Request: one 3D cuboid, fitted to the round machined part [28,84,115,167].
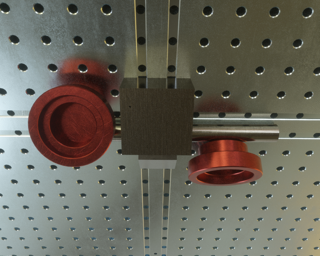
[{"bbox_3d":[-0.103,-0.005,0.378,0.099,0.042,0.097,0,104,-1],"label":"round machined part"}]

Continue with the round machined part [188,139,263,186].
[{"bbox_3d":[0.087,0.047,0.425,0.099,0.042,0.098,0,156,0],"label":"round machined part"}]

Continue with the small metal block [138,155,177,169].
[{"bbox_3d":[-0.003,0.039,0.432,0.050,0.025,0.050,0,159,-1],"label":"small metal block"}]

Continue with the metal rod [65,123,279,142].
[{"bbox_3d":[0.006,0.006,0.418,0.302,0.025,0.025,0,130,-1],"label":"metal rod"}]

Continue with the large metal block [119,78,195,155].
[{"bbox_3d":[-0.004,-0.015,0.368,0.081,0.050,0.079,0,112,-1],"label":"large metal block"}]
